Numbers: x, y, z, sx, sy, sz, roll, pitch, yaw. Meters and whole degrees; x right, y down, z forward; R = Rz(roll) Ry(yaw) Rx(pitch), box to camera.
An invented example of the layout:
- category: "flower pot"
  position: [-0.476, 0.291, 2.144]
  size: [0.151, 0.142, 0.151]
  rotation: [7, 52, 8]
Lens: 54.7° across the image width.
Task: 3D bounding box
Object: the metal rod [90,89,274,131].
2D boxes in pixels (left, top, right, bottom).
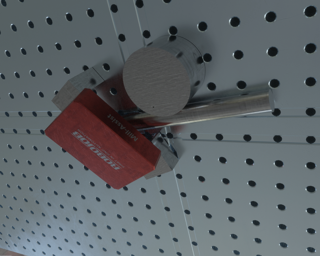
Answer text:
- category: "metal rod"
  position: [-0.008, -0.011, 0.407]
  size: [0.300, 0.025, 0.025]
  rotation: [-8, 115, 31]

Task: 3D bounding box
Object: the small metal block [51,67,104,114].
- category: "small metal block"
  position: [-0.111, -0.051, 0.420]
  size: [0.025, 0.050, 0.050]
  rotation: [49, 128, -7]

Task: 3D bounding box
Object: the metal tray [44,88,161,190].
- category: "metal tray"
  position: [-0.075, 0.020, 0.408]
  size: [0.130, 0.030, 0.090]
  rotation: [42, 130, -16]

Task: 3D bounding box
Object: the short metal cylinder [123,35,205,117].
- category: "short metal cylinder"
  position: [0.005, -0.060, 0.353]
  size: [0.080, 0.050, 0.079]
  rotation: [13, 124, 20]

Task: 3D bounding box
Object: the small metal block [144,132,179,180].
- category: "small metal block"
  position: [-0.010, 0.040, 0.439]
  size: [0.050, 0.025, 0.050]
  rotation: [-26, 105, 36]
